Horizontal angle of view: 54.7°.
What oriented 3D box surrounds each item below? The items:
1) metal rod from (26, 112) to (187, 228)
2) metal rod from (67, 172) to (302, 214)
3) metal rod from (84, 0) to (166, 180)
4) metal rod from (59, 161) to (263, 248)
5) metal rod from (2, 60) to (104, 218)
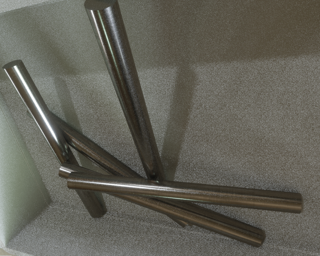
[{"bbox_3d":[-0.081,0.055,0.483,0.301,0.025,0.025,35,129,4],"label":"metal rod"},{"bbox_3d":[0.022,0.083,0.407,0.301,0.025,0.025,3,121,12],"label":"metal rod"},{"bbox_3d":[-0.023,-0.004,0.347,0.025,0.025,0.299,14,146,20],"label":"metal rod"},{"bbox_3d":[-0.003,0.108,0.448,0.301,0.025,0.025,18,126,7],"label":"metal rod"},{"bbox_3d":[-0.150,0.036,0.476,0.025,0.025,0.298,3,130,26],"label":"metal rod"}]
